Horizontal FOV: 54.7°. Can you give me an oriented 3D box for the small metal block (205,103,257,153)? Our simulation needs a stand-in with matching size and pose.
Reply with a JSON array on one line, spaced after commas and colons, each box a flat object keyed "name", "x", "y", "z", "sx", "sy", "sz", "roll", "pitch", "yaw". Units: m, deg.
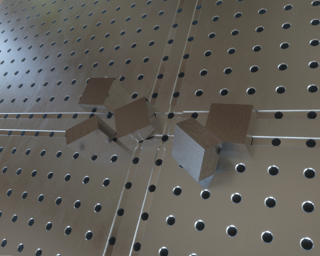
[{"name": "small metal block", "x": 0.082, "y": -0.001, "z": 0.365, "sx": 0.050, "sy": 0.025, "sz": 0.050, "roll": 5, "pitch": 64, "yaw": 30}]

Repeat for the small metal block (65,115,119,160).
[{"name": "small metal block", "x": -0.094, "y": 0.014, "z": 0.431, "sx": 0.050, "sy": 0.050, "sz": 0.025, "roll": -27, "pitch": 53, "yaw": 11}]

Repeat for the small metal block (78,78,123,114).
[{"name": "small metal block", "x": -0.093, "y": -0.051, "z": 0.487, "sx": 0.050, "sy": 0.025, "sz": 0.050, "roll": 5, "pitch": 64, "yaw": 30}]

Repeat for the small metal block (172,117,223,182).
[{"name": "small metal block", "x": 0.040, "y": 0.024, "z": 0.352, "sx": 0.025, "sy": 0.050, "sz": 0.050, "roll": -21, "pitch": 45, "yaw": -29}]

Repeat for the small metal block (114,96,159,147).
[{"name": "small metal block", "x": -0.034, "y": -0.009, "z": 0.430, "sx": 0.050, "sy": 0.025, "sz": 0.050, "roll": -23, "pitch": 53, "yaw": 14}]
